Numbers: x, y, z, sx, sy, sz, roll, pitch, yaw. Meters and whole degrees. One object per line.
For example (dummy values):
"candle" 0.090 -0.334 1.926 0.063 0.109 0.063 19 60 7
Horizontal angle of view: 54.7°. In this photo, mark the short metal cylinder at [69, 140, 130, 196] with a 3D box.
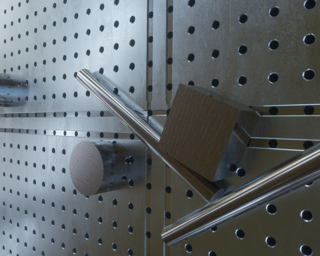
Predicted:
"short metal cylinder" -0.092 0.058 0.469 0.080 0.050 0.080 0 90 40

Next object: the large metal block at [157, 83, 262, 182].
"large metal block" 0.053 0.003 0.349 0.080 0.050 0.079 30 109 36

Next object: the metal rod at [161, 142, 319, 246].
"metal rod" 0.091 0.063 0.299 0.298 0.025 0.025 -44 63 43

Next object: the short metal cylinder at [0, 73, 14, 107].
"short metal cylinder" -0.376 -0.087 0.704 0.080 0.050 0.080 0 90 40

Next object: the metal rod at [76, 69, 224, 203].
"metal rod" -0.031 -0.004 0.435 0.300 0.025 0.025 41 115 32
